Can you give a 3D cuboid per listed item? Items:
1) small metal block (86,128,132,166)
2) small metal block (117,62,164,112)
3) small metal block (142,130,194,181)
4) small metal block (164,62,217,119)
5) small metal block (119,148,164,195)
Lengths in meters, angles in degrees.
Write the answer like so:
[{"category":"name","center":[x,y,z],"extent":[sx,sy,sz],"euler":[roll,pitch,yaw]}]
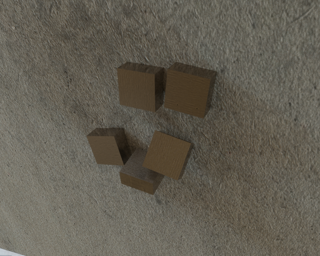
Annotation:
[{"category":"small metal block","center":[-0.075,0.028,0.464],"extent":[0.050,0.025,0.050],"euler":[-1,118,28]},{"category":"small metal block","center":[-0.024,-0.052,0.387],"extent":[0.050,0.025,0.050],"euler":[13,124,21]},{"category":"small metal block","center":[0.011,0.035,0.407],"extent":[0.050,0.025,0.050],"euler":[20,92,16]},{"category":"small metal block","center":[0.035,-0.044,0.361],"extent":[0.050,0.025,0.050],"euler":[17,125,18]},{"category":"small metal block","center":[-0.022,0.060,0.437],"extent":[0.050,0.050,0.025],"euler":[16,134,19]}]
